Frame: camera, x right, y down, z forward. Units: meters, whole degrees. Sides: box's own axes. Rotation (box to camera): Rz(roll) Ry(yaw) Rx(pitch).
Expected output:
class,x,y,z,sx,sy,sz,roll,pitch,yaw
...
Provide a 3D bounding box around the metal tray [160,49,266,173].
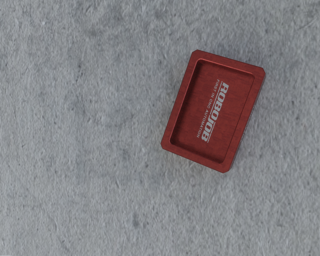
class,x,y,z,sx,sy,sz,roll,pitch,yaw
metal tray,0.065,-0.021,0.383,0.090,0.030,0.129,21,97,18
